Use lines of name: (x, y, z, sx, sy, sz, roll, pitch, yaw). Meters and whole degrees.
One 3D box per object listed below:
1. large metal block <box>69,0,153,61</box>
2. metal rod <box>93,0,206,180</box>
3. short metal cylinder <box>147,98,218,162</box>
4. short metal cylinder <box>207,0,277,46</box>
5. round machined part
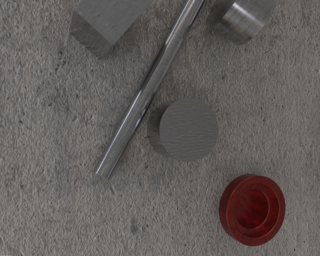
large metal block: (-0.056, -0.132, 0.359, 0.050, 0.080, 0.080, 41, 77, -16)
metal rod: (-0.004, -0.073, 0.407, 0.025, 0.025, 0.299, 30, 80, -18)
short metal cylinder: (0.029, 0.002, 0.407, 0.081, 0.050, 0.080, 0, 90, -20)
short metal cylinder: (0.109, -0.160, 0.420, 0.050, 0.080, 0.080, 28, 81, -18)
round machined part: (0.127, 0.115, 0.448, 0.099, 0.042, 0.097, 0, 90, -20)
